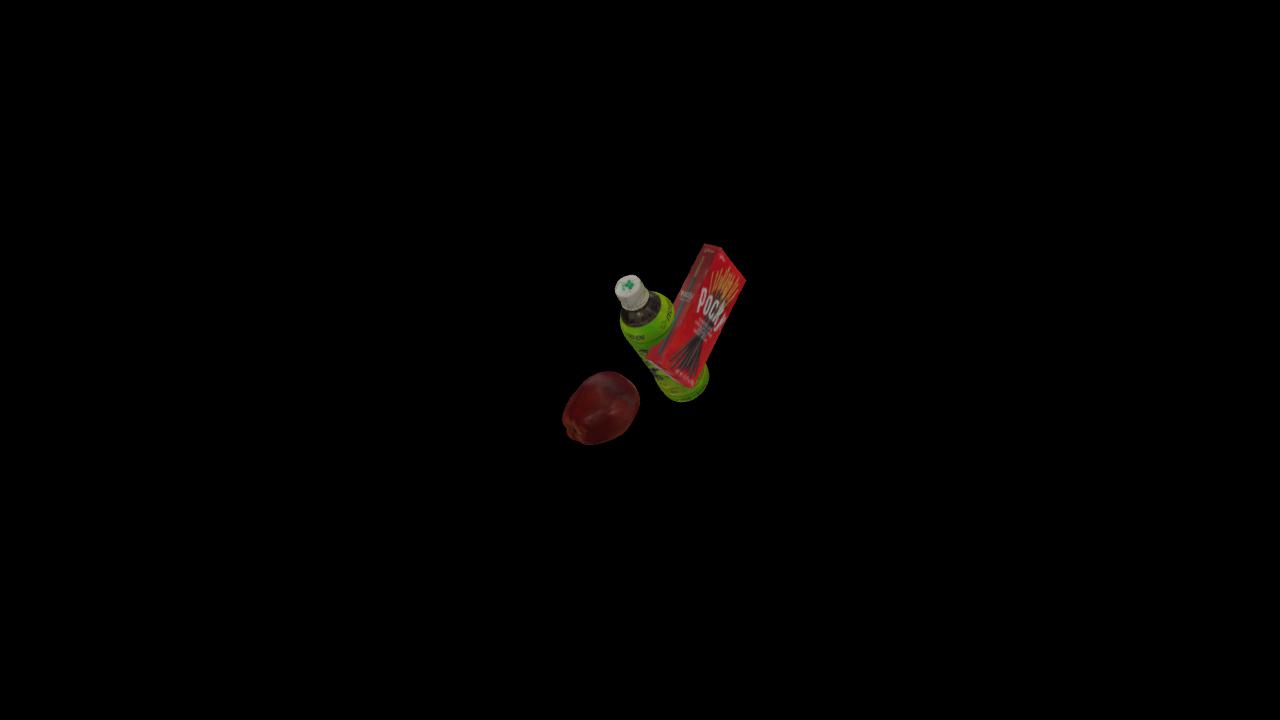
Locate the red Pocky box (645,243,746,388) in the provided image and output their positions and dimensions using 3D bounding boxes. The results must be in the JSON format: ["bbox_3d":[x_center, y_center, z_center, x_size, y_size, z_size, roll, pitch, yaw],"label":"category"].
[{"bbox_3d":[0.069,-0.051,0.725,0.028,0.155,0.083,21,-9,39],"label":"red Pocky box"}]

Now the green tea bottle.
[{"bbox_3d":[0.023,-0.026,0.740,0.073,0.073,0.212,0,-31,27],"label":"green tea bottle"}]

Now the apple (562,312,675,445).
[{"bbox_3d":[-0.043,0.055,0.701,0.093,0.079,0.079,-32,19,-33],"label":"apple"}]
